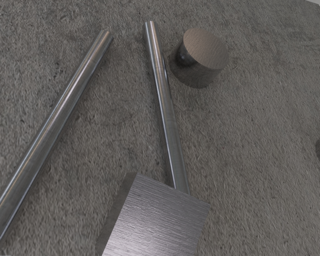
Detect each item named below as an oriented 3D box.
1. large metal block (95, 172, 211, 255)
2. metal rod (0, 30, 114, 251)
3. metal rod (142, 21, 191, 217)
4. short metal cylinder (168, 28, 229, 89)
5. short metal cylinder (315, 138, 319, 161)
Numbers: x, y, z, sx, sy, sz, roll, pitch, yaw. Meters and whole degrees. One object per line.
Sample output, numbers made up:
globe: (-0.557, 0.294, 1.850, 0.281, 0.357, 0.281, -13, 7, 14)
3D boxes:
large metal block: (-0.008, 0.097, 0.307, 0.080, 0.050, 0.080, 26, 75, -12)
metal rod: (-0.113, -0.013, 0.350, 0.025, 0.025, 0.300, 26, 52, -12)
metal rod: (0.006, -0.029, 0.424, 0.025, 0.025, 0.299, 5, 60, -26)
short metal cylinder: (0.060, -0.109, 0.487, 0.081, 0.050, 0.080, 14, 56, -21)
short metal cylinder: (0.319, 0.042, 0.534, 0.081, 0.050, 0.080, 14, 56, -21)
